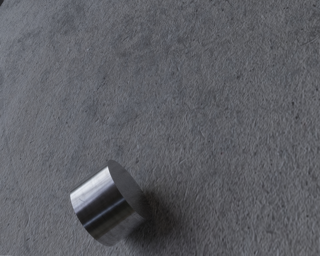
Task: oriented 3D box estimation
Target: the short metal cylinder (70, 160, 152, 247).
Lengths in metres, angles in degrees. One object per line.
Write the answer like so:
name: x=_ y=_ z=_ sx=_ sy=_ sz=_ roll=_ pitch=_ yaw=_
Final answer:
short metal cylinder: x=-0.053 y=0.082 z=0.346 sx=0.050 sy=0.080 sz=0.080 roll=-37 pitch=51 yaw=4
